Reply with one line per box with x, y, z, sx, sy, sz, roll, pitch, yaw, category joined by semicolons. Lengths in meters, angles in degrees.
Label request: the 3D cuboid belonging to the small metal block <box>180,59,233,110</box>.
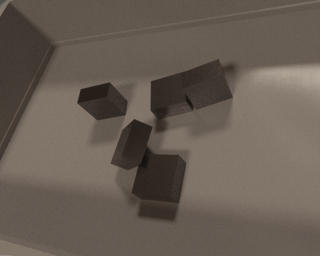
0.059;-0.053;0.390;0.050;0.050;0.025;-18;55;17;small metal block

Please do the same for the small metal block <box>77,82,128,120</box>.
-0.083;-0.038;0.455;0.050;0.050;0.025;-9;58;23;small metal block

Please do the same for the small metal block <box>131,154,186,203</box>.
0.000;0.059;0.369;0.050;0.025;0.050;-1;61;27;small metal block

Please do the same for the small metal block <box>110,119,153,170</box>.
-0.037;0.022;0.393;0.050;0.025;0.050;-34;35;61;small metal block

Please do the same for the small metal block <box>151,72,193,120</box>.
0.015;-0.044;0.423;0.050;0.025;0.050;-13;56;20;small metal block
